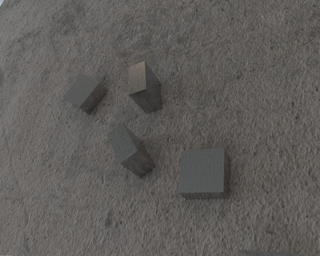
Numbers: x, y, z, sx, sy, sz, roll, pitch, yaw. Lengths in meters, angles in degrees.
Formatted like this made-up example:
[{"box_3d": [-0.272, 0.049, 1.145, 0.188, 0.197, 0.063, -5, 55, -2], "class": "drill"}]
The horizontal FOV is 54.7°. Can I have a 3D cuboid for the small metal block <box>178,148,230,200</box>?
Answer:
[{"box_3d": [0.050, 0.052, 0.346, 0.050, 0.025, 0.050, -7, 59, 24], "class": "small metal block"}]

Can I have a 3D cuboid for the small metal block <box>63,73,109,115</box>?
[{"box_3d": [-0.120, -0.055, 0.501, 0.050, 0.025, 0.050, 28, 77, 37], "class": "small metal block"}]

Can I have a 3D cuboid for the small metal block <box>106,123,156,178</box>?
[{"box_3d": [-0.036, 0.029, 0.389, 0.025, 0.050, 0.050, -36, 51, 4], "class": "small metal block"}]

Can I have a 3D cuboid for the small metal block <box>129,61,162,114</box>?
[{"box_3d": [-0.020, -0.056, 0.433, 0.025, 0.050, 0.050, -17, 55, 19], "class": "small metal block"}]

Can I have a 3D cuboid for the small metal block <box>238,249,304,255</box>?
[{"box_3d": [0.097, 0.122, 0.262, 0.050, 0.050, 0.025, -5, 60, 25], "class": "small metal block"}]
